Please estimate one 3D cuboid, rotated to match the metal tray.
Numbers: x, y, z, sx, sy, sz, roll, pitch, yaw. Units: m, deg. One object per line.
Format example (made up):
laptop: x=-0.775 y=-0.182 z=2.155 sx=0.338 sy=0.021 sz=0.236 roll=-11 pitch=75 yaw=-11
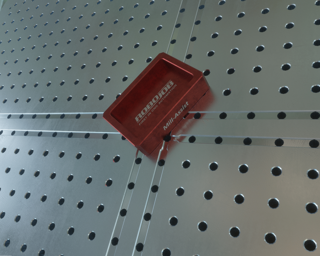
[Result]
metal tray: x=-0.007 y=-0.037 z=0.432 sx=0.130 sy=0.030 sz=0.090 roll=-48 pitch=51 yaw=-6
